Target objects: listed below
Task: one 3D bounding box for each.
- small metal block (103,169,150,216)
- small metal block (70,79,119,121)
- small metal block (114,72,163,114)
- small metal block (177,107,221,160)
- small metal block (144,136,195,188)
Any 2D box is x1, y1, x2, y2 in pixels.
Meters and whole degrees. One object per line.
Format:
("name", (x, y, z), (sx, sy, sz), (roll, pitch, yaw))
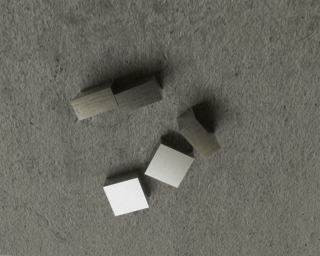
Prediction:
("small metal block", (-0.047, 0.092, 0.443), (0.050, 0.025, 0.050), (-16, 110, 5))
("small metal block", (-0.076, -0.036, 0.382), (0.050, 0.050, 0.025), (-19, 109, 7))
("small metal block", (-0.025, -0.044, 0.380), (0.050, 0.050, 0.025), (-20, 109, 7))
("small metal block", (0.049, 0.005, 0.399), (0.025, 0.050, 0.050), (-38, 106, 13))
("small metal block", (0.013, 0.047, 0.427), (0.050, 0.025, 0.050), (25, 108, -9))
